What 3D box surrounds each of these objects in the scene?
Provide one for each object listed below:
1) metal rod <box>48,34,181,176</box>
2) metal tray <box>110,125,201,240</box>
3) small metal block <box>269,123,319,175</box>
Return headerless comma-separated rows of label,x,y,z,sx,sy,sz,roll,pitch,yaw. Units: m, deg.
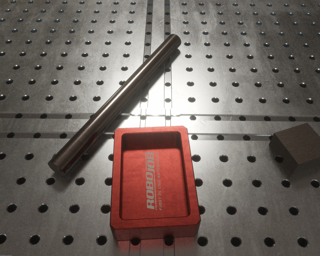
metal rod,-0.048,-0.051,0.449,0.025,0.025,0.301,24,54,18
metal tray,-0.008,0.057,0.356,0.091,0.030,0.130,-2,50,-3
small metal block,0.175,0.025,0.389,0.050,0.025,0.050,-16,52,-13
